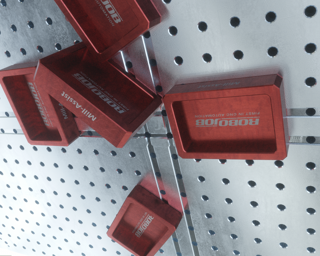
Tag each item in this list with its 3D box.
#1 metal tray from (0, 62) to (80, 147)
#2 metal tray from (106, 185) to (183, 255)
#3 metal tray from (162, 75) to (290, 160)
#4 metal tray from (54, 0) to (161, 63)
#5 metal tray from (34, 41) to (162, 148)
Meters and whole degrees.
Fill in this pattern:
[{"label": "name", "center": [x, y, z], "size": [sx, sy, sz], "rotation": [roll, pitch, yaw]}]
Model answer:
[{"label": "metal tray", "center": [-0.188, -0.035, 0.482], "size": [0.090, 0.030, 0.129], "rotation": [0, 119, 28]}, {"label": "metal tray", "center": [-0.030, 0.165, 0.523], "size": [0.090, 0.030, 0.129], "rotation": [33, 129, 6]}, {"label": "metal tray", "center": [0.076, -0.008, 0.361], "size": [0.130, 0.030, 0.089], "rotation": [-2, 118, 29]}, {"label": "metal tray", "center": [-0.071, -0.151, 0.350], "size": [0.090, 0.030, 0.130], "rotation": [-25, 105, 36]}, {"label": "metal tray", "center": [-0.071, -0.045, 0.376], "size": [0.130, 0.090, 0.030], "rotation": [38, 129, 2]}]
